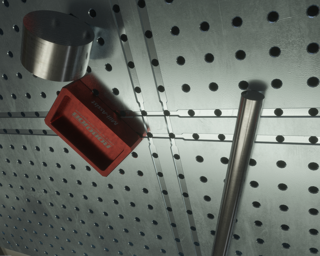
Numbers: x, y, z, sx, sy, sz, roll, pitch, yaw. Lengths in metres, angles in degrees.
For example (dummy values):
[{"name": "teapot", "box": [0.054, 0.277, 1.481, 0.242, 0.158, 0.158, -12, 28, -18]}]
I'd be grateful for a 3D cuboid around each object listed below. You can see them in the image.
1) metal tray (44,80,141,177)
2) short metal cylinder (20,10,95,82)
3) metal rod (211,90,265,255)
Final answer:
[{"name": "metal tray", "box": [-0.102, 0.003, 0.463, 0.130, 0.030, 0.090, 43, 129, -2]}, {"name": "short metal cylinder", "box": [-0.126, -0.101, 0.380, 0.080, 0.080, 0.050, 32, 129, 7]}, {"name": "metal rod", "box": [0.096, 0.090, 0.415, 0.025, 0.025, 0.298, 15, 125, 20]}]
